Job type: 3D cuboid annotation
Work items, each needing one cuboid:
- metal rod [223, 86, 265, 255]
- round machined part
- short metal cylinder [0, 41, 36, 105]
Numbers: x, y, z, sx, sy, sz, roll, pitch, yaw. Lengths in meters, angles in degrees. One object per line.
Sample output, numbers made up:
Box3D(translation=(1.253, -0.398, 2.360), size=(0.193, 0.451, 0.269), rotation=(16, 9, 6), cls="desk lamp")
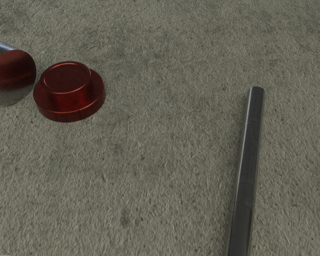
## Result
Box3D(translation=(0.098, 0.060, 0.354), size=(0.025, 0.025, 0.300), rotation=(13, 51, 10), cls="metal rod")
Box3D(translation=(-0.129, -0.058, 0.439), size=(0.099, 0.042, 0.098), rotation=(0, 50, 0), cls="round machined part")
Box3D(translation=(-0.222, -0.078, 0.430), size=(0.050, 0.080, 0.080), rotation=(25, 54, 19), cls="short metal cylinder")
